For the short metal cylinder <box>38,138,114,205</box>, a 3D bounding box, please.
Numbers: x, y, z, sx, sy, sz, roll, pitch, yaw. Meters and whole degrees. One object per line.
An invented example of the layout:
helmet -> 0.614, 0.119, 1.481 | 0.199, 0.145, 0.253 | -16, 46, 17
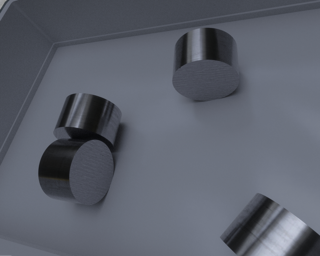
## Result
short metal cylinder -> -0.104, 0.054, 0.392 | 0.050, 0.080, 0.080 | 1, 62, 29

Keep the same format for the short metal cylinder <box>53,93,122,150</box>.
short metal cylinder -> -0.097, -0.005, 0.425 | 0.080, 0.080, 0.050 | -3, 61, 27

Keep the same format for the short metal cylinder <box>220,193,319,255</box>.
short metal cylinder -> 0.098, 0.100, 0.258 | 0.050, 0.080, 0.080 | -48, 51, -5

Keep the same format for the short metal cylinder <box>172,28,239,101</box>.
short metal cylinder -> 0.057, -0.077, 0.388 | 0.080, 0.080, 0.050 | -9, 58, 23
